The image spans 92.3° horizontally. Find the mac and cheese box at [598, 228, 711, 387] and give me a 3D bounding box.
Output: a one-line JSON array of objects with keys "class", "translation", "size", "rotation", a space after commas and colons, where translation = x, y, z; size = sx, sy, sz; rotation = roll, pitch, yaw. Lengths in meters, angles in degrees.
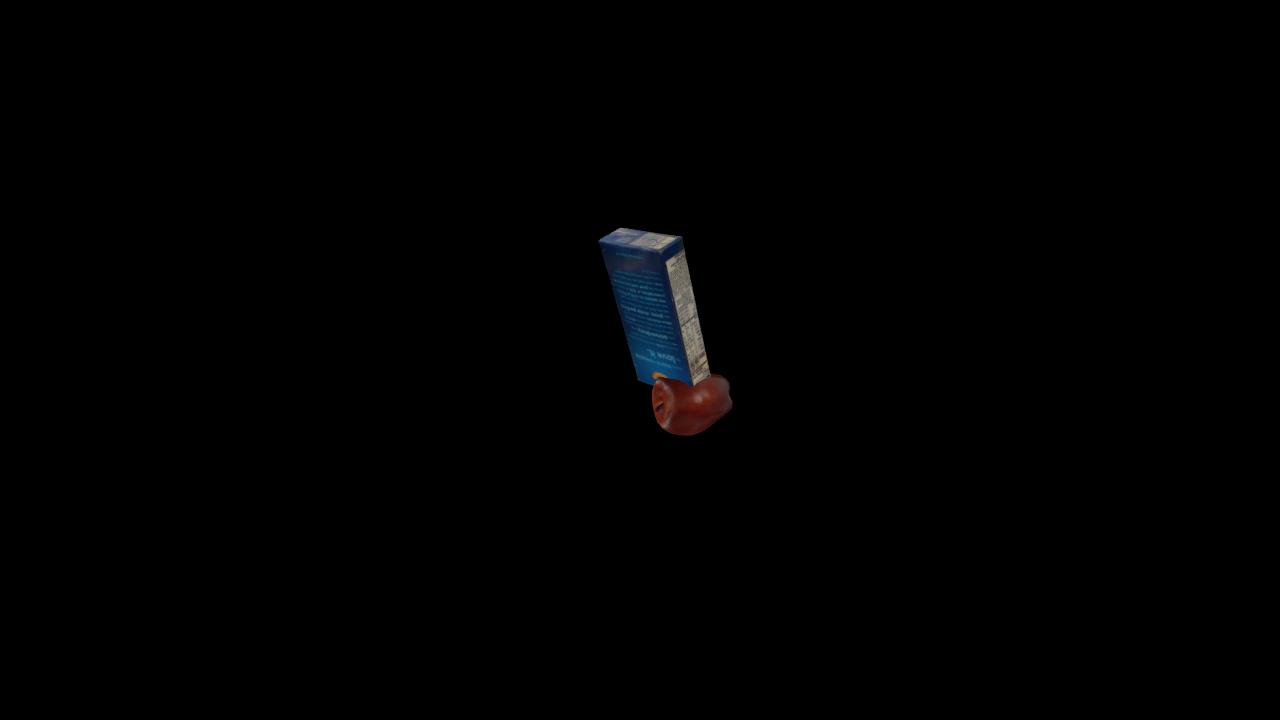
[{"class": "mac and cheese box", "translation": [0.020, -0.049, 0.672], "size": [0.093, 0.184, 0.041], "rotation": [17, 45, 41]}]

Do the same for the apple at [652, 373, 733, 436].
[{"class": "apple", "translation": [0.058, 0.048, 0.709], "size": [0.093, 0.079, 0.079], "rotation": [-8, 3, -22]}]
